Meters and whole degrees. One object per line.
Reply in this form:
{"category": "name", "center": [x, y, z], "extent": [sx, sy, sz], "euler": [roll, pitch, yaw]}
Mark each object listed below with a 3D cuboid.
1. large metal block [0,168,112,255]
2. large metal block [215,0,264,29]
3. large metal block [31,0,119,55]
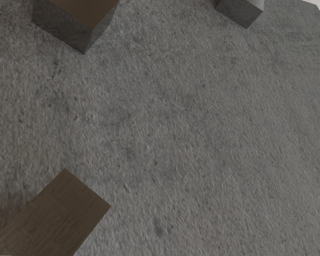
{"category": "large metal block", "center": [-0.096, 0.091, 0.262], "extent": [0.050, 0.080, 0.080], "euler": [40, 51, -1]}
{"category": "large metal block", "center": [0.167, -0.266, 0.643], "extent": [0.080, 0.050, 0.080], "euler": [27, 52, -12]}
{"category": "large metal block", "center": [-0.115, -0.161, 0.425], "extent": [0.080, 0.050, 0.080], "euler": [31, 51, -8]}
